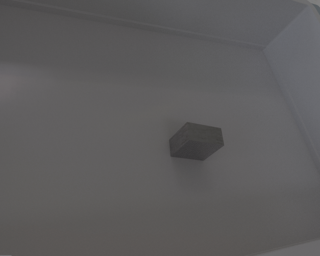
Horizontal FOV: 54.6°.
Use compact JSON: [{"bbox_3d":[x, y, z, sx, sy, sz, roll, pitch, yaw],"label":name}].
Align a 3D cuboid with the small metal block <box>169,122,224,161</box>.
[{"bbox_3d":[0.046,0.019,0.402,0.050,0.050,0.025,10,58,-23],"label":"small metal block"}]
